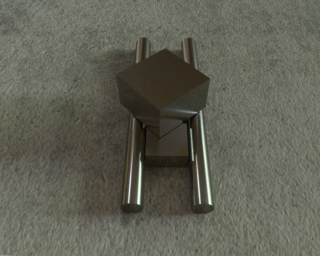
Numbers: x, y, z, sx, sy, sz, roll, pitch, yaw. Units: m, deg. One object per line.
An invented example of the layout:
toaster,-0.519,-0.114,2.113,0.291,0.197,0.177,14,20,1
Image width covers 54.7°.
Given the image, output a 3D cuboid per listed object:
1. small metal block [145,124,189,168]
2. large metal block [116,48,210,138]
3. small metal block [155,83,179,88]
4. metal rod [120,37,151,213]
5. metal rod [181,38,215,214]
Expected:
small metal block,0.008,0.021,0.386,0.050,0.025,0.050,1,50,0
large metal block,0.004,-0.047,0.393,0.080,0.050,0.080,-34,58,-25
small metal block,0.009,-0.068,0.460,0.050,0.025,0.050,1,50,0
metal rod,-0.029,-0.028,0.429,0.025,0.025,0.300,1,50,0
metal rod,0.047,-0.028,0.429,0.025,0.025,0.300,1,50,0
